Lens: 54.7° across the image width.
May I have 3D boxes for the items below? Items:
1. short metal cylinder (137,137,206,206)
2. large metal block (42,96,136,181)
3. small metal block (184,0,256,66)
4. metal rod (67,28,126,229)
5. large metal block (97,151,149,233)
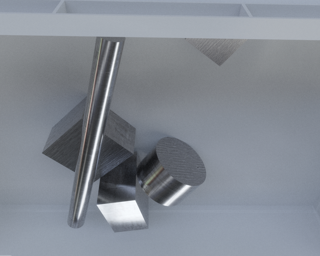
[{"bbox_3d":[0.016,0.059,0.423,0.080,0.080,0.050,26,125,-21],"label":"short metal cylinder"},{"bbox_3d":[-0.090,0.016,0.405,0.080,0.050,0.080,-36,122,26],"label":"large metal block"},{"bbox_3d":[0.061,-0.102,0.324,0.050,0.025,0.050,31,124,-24],"label":"small metal block"},{"bbox_3d":[-0.083,0.028,0.365,0.025,0.025,0.298,12,129,-11],"label":"metal rod"},{"bbox_3d":[-0.049,0.093,0.447,0.050,0.080,0.080,-8,135,6],"label":"large metal block"}]
